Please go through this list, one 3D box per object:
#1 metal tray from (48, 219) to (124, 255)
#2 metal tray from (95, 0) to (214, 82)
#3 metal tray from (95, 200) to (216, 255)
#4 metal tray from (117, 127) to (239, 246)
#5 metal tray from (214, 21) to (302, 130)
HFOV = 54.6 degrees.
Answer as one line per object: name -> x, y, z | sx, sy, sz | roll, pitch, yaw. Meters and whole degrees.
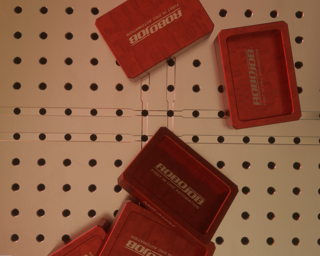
metal tray -> -0.079, 0.200, 0.410 | 0.090, 0.030, 0.130 | -33, 90, 0
metal tray -> -0.007, -0.132, 0.411 | 0.130, 0.030, 0.090 | -31, 90, 0
metal tray -> -0.006, 0.159, 0.391 | 0.130, 0.030, 0.090 | 29, 75, -8
metal tray -> 0.024, 0.072, 0.391 | 0.130, 0.030, 0.090 | 40, 61, 0
metal tray -> 0.128, -0.068, 0.411 | 0.090, 0.030, 0.129 | -9, 90, 0
